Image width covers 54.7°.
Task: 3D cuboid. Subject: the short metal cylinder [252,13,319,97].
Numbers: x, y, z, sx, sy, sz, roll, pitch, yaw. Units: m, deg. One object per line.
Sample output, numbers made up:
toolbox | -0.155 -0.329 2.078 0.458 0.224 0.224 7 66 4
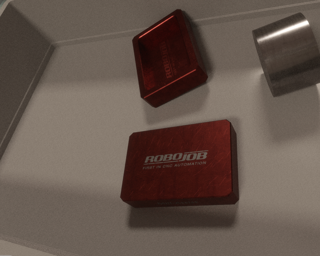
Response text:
short metal cylinder | 0.140 -0.080 0.346 0.050 0.080 0.080 -18 55 17

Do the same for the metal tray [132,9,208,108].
metal tray | 0.010 -0.103 0.450 0.090 0.030 0.130 -26 52 22

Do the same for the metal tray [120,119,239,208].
metal tray | 0.022 0.044 0.363 0.130 0.030 0.090 -8 58 23
